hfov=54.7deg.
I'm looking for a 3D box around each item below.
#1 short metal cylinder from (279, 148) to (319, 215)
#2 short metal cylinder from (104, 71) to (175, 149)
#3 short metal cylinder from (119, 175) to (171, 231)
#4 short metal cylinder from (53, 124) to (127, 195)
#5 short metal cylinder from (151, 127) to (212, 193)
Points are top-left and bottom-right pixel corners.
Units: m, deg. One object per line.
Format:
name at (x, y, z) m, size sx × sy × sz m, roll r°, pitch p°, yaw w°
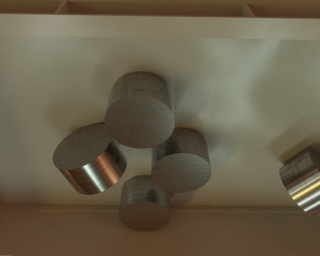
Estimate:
short metal cylinder at (0.217, 0.076, 0.439) m, size 0.080 × 0.080 × 0.050 m, roll 31°, pitch 124°, yaw -24°
short metal cylinder at (-0.023, -0.021, 0.374) m, size 0.081 × 0.050 × 0.079 m, roll 0°, pitch 130°, yaw 0°
short metal cylinder at (-0.023, 0.121, 0.495) m, size 0.081 × 0.050 × 0.079 m, roll 0°, pitch 130°, yaw 0°
short metal cylinder at (-0.090, 0.040, 0.406) m, size 0.080 × 0.080 × 0.050 m, roll -15°, pitch 129°, yaw 12°
short metal cylinder at (0.028, 0.045, 0.431) m, size 0.081 × 0.050 × 0.079 m, roll 0°, pitch 130°, yaw 0°
